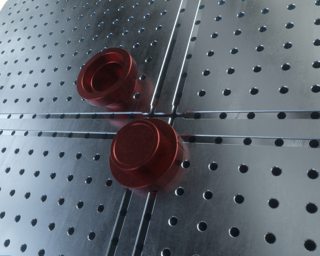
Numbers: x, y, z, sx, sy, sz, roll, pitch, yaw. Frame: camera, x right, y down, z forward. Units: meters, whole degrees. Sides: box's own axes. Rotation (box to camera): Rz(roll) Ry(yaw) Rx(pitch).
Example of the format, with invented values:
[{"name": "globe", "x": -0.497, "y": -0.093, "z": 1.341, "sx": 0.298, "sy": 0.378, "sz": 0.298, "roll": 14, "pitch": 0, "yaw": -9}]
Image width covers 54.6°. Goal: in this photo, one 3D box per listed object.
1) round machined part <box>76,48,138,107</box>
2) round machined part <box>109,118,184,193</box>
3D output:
[{"name": "round machined part", "x": -0.078, "y": -0.074, "z": 0.485, "sx": 0.098, "sy": 0.042, "sz": 0.098, "roll": -13, "pitch": 56, "yaw": 21}, {"name": "round machined part", "x": -0.023, "y": 0.029, "z": 0.393, "sx": 0.098, "sy": 0.042, "sz": 0.098, "roll": -13, "pitch": 56, "yaw": 21}]
